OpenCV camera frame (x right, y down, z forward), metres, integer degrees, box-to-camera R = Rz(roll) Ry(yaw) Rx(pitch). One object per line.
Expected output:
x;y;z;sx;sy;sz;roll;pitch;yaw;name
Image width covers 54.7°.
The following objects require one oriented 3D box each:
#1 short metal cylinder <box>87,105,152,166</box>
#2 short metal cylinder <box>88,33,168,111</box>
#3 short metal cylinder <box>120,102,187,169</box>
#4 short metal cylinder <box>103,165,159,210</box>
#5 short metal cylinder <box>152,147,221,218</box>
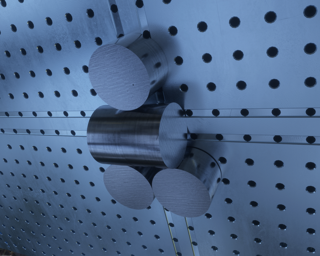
-0.050;0.009;0.406;0.050;0.080;0.080;0;119;28;short metal cylinder
-0.037;-0.068;0.371;0.080;0.050;0.079;13;124;20;short metal cylinder
-0.005;0.009;0.383;0.050;0.080;0.080;0;119;28;short metal cylinder
-0.035;0.072;0.455;0.080;0.050;0.079;13;124;20;short metal cylinder
0.036;0.073;0.418;0.080;0.050;0.079;13;124;20;short metal cylinder
